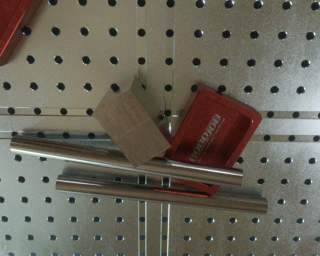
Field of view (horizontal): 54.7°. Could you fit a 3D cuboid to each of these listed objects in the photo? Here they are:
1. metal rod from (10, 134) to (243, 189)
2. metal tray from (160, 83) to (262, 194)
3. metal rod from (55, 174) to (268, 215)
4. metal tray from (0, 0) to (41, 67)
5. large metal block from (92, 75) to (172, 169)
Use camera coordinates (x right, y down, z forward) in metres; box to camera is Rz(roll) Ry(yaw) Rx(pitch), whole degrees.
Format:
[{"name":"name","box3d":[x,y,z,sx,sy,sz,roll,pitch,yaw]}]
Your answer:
[{"name":"metal rod","box3d":[-0.047,0.042,0.403,0.302,0.025,0.025,8,110,6]},{"name":"metal tray","box3d":[0.063,0.017,0.417,0.090,0.030,0.129,24,108,-9]},{"name":"metal rod","box3d":[0.005,0.097,0.449,0.302,0.025,0.025,7,110,-3]},{"name":"metal tray","box3d":[-0.198,-0.145,0.354,0.090,0.030,0.129,35,106,-12]},{"name":"large metal block","box3d":[-0.030,-0.011,0.380,0.050,0.080,0.080,-32,107,11]}]
